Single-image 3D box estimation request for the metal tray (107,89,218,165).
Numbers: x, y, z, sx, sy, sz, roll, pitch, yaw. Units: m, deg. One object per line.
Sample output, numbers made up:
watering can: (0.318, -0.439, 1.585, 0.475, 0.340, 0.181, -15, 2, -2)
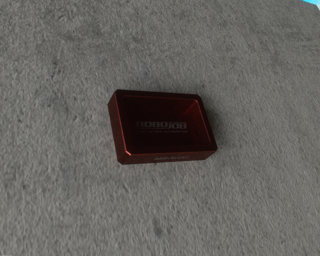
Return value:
metal tray: (0.004, -0.002, 0.405, 0.131, 0.030, 0.090, 0, 62, -29)
